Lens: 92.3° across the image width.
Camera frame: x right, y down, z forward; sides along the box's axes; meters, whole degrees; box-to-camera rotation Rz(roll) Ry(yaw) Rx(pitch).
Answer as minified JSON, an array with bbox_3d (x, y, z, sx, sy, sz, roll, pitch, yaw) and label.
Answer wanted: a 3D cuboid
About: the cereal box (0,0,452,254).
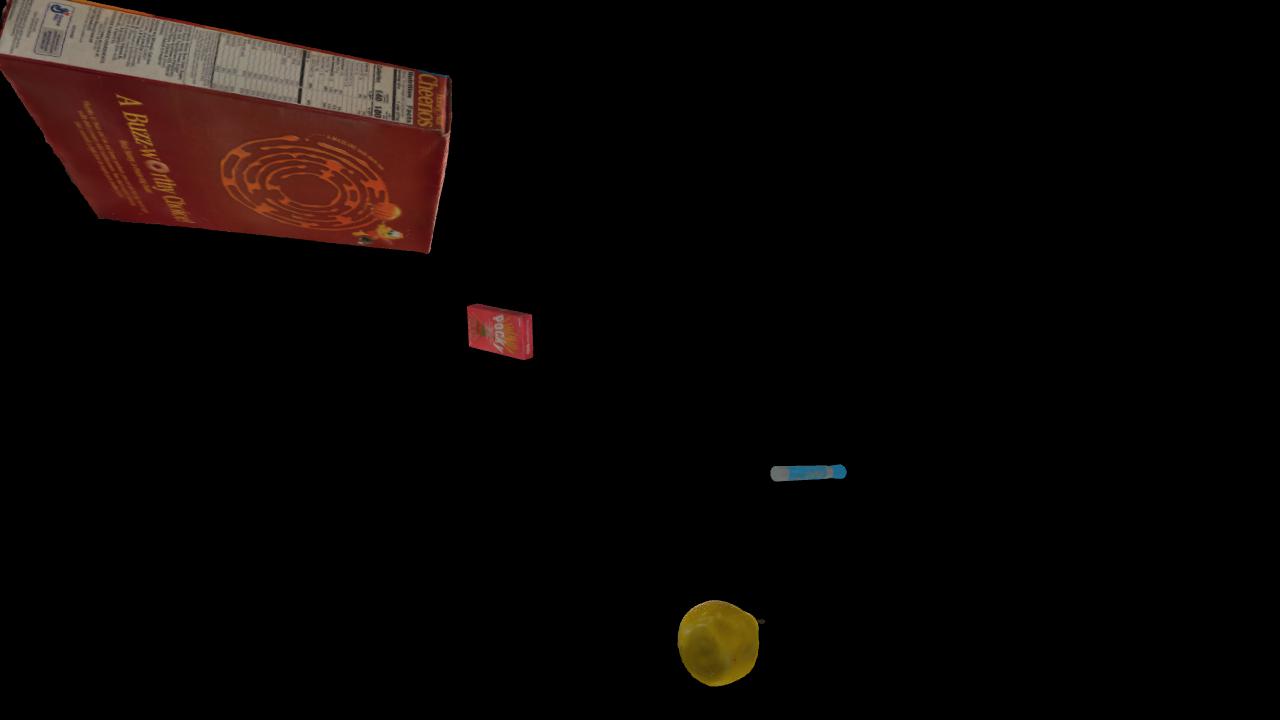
[{"bbox_3d":[-0.341,-0.194,0.568,0.306,0.081,0.203,2,-22,-22],"label":"cereal box"}]

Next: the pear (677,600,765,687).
[{"bbox_3d":[0.086,0.270,0.606,0.080,0.080,0.111,0,-5,29],"label":"pear"}]

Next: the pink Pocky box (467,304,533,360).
[{"bbox_3d":[-0.266,-0.055,1.162,0.155,0.084,0.029,13,20,33],"label":"pink Pocky box"}]

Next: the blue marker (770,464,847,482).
[{"bbox_3d":[0.216,0.142,0.777,0.121,0.020,0.020,5,-2,-30],"label":"blue marker"}]
